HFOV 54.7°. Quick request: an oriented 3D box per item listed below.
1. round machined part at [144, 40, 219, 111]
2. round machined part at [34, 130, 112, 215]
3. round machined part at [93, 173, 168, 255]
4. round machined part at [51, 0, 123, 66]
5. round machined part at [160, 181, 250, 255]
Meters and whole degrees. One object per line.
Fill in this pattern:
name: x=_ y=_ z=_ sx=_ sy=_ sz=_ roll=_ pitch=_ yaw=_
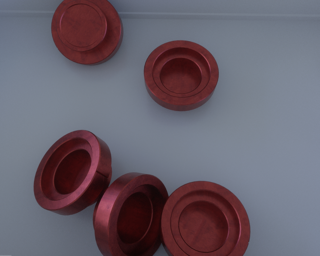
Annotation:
round machined part: x=0.028 y=-0.067 z=0.425 sx=0.099 sy=0.042 sz=0.098 roll=0 pitch=70 yaw=0
round machined part: x=-0.096 y=0.055 z=0.365 sx=0.098 sy=0.042 sz=0.098 roll=-17 pitch=53 yaw=24
round machined part: x=-0.035 y=0.098 z=0.345 sx=0.042 sy=0.098 sz=0.098 roll=2 pitch=65 yaw=39
round machined part: x=-0.103 y=-0.138 z=0.430 sx=0.099 sy=0.042 sz=0.097 roll=0 pitch=97 yaw=3
round machined part: x=0.048 y=0.114 z=0.353 sx=0.099 sy=0.042 sz=0.098 roll=2 pitch=60 yaw=-4
